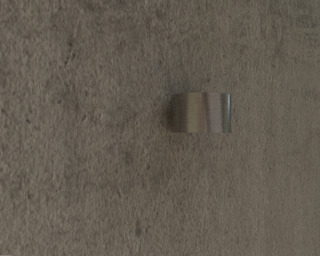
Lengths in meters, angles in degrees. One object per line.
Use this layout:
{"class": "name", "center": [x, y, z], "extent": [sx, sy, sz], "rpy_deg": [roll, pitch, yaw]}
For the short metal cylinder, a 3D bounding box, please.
{"class": "short metal cylinder", "center": [0.055, -0.019, 0.418], "extent": [0.081, 0.080, 0.050], "rpy_deg": [1, 90, -40]}
